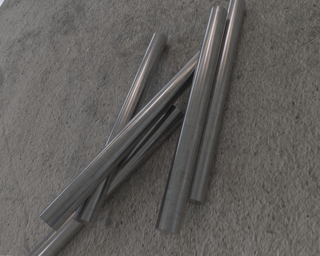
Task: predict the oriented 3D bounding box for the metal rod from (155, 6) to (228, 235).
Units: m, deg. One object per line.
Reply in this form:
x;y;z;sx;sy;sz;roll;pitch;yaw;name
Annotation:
0.044;-0.028;0.367;0.025;0.025;0.300;1;62;29;metal rod

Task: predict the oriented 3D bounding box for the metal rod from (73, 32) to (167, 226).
-0.042;-0.019;0.416;0.025;0.025;0.300;0;55;28;metal rod

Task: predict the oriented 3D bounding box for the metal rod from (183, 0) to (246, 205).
0.074;-0.052;0.396;0.025;0.025;0.300;2;63;29;metal rod

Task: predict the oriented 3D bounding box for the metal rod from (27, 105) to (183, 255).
-0.078;0.086;0.392;0.300;0.025;0.025;-46;51;-5;metal rod

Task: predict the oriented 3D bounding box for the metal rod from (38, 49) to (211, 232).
-0.022;-0.005;0.375;0.025;0.025;0.301;24;61;36;metal rod
